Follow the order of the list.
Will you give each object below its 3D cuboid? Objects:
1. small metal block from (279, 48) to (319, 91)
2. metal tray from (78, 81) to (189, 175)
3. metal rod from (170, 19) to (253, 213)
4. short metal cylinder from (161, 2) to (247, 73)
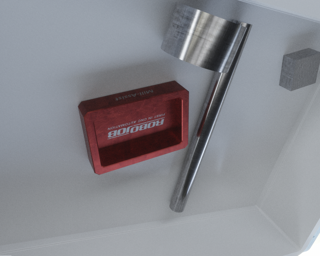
[{"bbox_3d":[0.214,-0.090,0.473,0.050,0.025,0.050,-18,126,-18],"label":"small metal block"},{"bbox_3d":[-0.028,-0.001,0.390,0.131,0.030,0.089,-16,125,-20],"label":"metal tray"},{"bbox_3d":[0.065,-0.001,0.445,0.025,0.025,0.298,2,118,-30],"label":"metal rod"},{"bbox_3d":[0.047,-0.099,0.339,0.081,0.080,0.050,6,115,-32],"label":"short metal cylinder"}]
